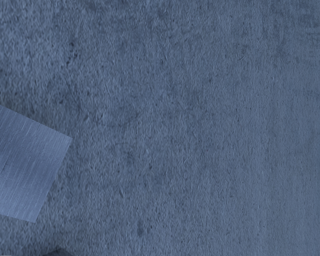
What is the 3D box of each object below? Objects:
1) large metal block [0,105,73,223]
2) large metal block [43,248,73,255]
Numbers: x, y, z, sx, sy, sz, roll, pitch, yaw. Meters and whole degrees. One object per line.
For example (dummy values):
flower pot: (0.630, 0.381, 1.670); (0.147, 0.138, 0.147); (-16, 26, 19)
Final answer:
large metal block: (-0.138, 0.029, 0.272); (0.080, 0.050, 0.080); (31, 71, -36)
large metal block: (-0.107, 0.159, 0.279); (0.081, 0.080, 0.050); (-10, 97, -40)
